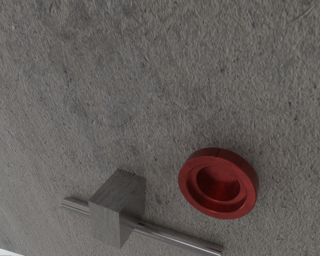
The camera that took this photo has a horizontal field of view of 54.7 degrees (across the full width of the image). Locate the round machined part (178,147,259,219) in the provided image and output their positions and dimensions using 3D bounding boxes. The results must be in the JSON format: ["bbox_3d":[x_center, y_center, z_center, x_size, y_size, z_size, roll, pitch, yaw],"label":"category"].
[{"bbox_3d":[0.077,0.065,0.396,0.098,0.042,0.097,13,124,21],"label":"round machined part"}]

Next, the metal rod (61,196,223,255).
[{"bbox_3d":[-0.042,0.169,0.533,0.301,0.025,0.025,11,123,22],"label":"metal rod"}]

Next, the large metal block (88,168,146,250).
[{"bbox_3d":[-0.063,0.123,0.481,0.050,0.080,0.079,16,125,19],"label":"large metal block"}]
